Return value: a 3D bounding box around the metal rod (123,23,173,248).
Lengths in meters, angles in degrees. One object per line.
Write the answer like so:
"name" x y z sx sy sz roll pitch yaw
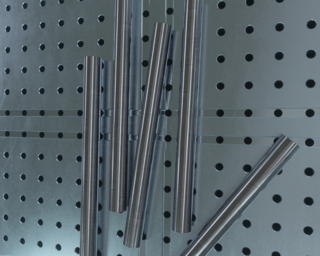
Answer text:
"metal rod" -0.017 0.012 0.417 0.025 0.025 0.298 9 93 19

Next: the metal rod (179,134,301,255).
"metal rod" 0.065 0.132 0.389 0.025 0.025 0.299 40 102 15

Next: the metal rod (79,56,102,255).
"metal rod" -0.100 0.048 0.446 0.025 0.025 0.298 2 91 19

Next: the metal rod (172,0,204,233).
"metal rod" 0.036 -0.017 0.399 0.025 0.025 0.298 3 91 19

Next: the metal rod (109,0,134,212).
"metal rod" -0.054 -0.035 0.430 0.025 0.025 0.298 2 91 19
